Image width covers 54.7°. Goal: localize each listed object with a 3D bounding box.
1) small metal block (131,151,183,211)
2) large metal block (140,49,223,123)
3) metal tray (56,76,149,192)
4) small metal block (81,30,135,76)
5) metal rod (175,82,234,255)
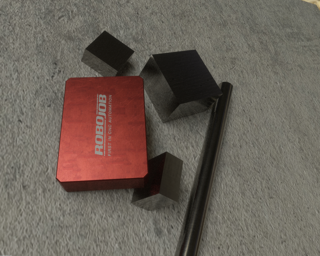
[{"bbox_3d":[-0.003,0.061,0.348,0.025,0.050,0.050,32,50,-26],"label":"small metal block"},{"bbox_3d":[0.028,-0.061,0.442,0.081,0.050,0.080,-16,71,-35],"label":"large metal block"},{"bbox_3d":[-0.061,0.002,0.346,0.091,0.030,0.130,-2,60,-4],"label":"metal tray"},{"bbox_3d":[-0.071,-0.099,0.427,0.050,0.025,0.050,35,51,-6],"label":"small metal block"},{"bbox_3d":[0.064,0.046,0.412,0.025,0.025,0.300,29,52,-10],"label":"metal rod"}]
